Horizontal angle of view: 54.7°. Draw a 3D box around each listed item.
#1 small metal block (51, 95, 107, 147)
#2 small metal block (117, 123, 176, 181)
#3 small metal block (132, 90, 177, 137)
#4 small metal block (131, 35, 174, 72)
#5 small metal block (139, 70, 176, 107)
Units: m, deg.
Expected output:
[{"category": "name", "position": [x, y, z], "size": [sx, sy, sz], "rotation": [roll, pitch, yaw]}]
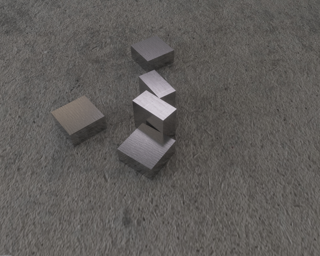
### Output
[{"category": "small metal block", "position": [-0.107, -0.010, 0.411], "size": [0.050, 0.025, 0.050], "rotation": [-32, 57, -24]}, {"category": "small metal block", "position": [-0.016, 0.028, 0.379], "size": [0.050, 0.025, 0.050], "rotation": [28, 56, 21]}, {"category": "small metal block", "position": [-0.007, -0.013, 0.397], "size": [0.050, 0.050, 0.025], "rotation": [34, 58, 25]}, {"category": "small metal block", "position": [-0.012, -0.120, 0.504], "size": [0.050, 0.025, 0.050], "rotation": [-28, 56, -22]}, {"category": "small metal block", "position": [-0.004, -0.042, 0.422], "size": [0.025, 0.050, 0.050], "rotation": [-27, 55, -21]}]
